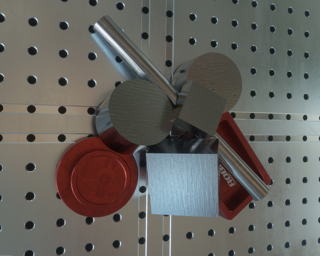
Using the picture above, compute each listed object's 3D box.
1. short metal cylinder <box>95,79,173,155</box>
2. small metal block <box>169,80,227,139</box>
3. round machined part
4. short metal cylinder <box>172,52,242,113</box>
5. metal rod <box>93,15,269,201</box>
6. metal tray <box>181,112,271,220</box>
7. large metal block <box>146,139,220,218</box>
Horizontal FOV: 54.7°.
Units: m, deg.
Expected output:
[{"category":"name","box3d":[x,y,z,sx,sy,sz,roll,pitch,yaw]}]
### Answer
[{"category":"short metal cylinder","box3d":[-0.031,-0.012,0.372,0.081,0.050,0.080,9,70,-26]},{"category":"small metal block","box3d":[0.046,-0.021,0.370,0.050,0.025,0.050,28,73,-18]},{"category":"round machined part","box3d":[-0.073,0.059,0.372,0.099,0.042,0.097,0,90,-20]},{"category":"short metal cylinder","box3d":[0.062,-0.057,0.419,0.081,0.050,0.079,0,90,-20]},{"category":"metal rod","box3d":[0.030,-0.022,0.394,0.300,0.025,0.025,46,75,-5]},{"category":"metal tray","box3d":[0.089,0.052,0.439,0.090,0.030,0.130,-38,102,-16]},{"category":"large metal block","box3d":[0.031,0.059,0.379,0.080,0.050,0.079,0,107,13]}]
